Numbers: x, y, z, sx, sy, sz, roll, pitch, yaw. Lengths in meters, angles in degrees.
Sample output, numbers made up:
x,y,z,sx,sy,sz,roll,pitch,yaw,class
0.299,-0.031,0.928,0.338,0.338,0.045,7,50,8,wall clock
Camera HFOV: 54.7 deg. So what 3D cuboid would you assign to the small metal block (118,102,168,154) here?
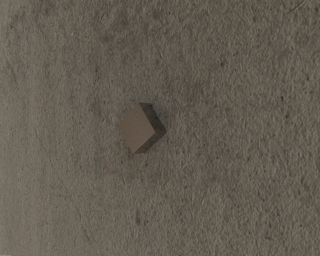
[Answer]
x,y,z,sx,sy,sz,roll,pitch,yaw,class
-0.025,0.001,0.425,0.050,0.025,0.050,-44,64,31,small metal block
